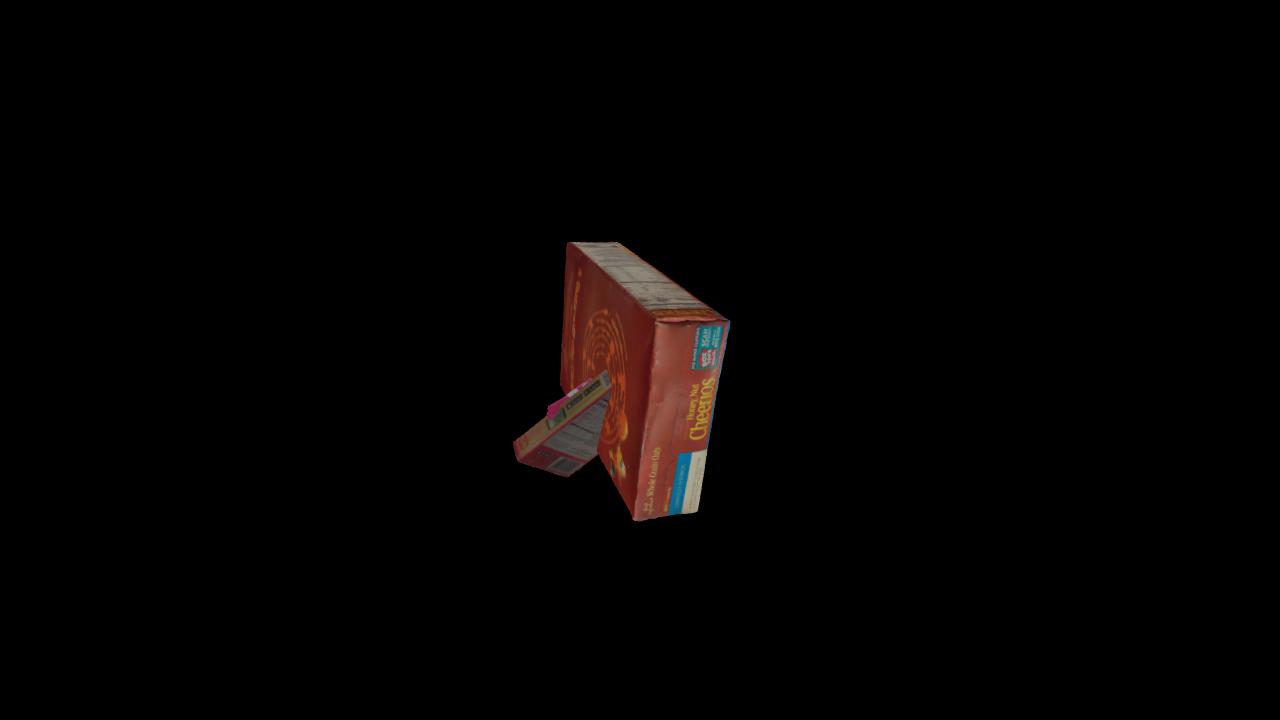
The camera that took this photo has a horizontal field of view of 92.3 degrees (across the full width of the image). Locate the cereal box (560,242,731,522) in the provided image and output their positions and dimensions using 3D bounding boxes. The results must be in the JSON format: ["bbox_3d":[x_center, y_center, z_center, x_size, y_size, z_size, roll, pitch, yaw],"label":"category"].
[{"bbox_3d":[-0.014,0.002,0.675,0.081,0.203,0.306,-3,24,-21],"label":"cereal box"}]

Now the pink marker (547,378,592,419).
[{"bbox_3d":[-0.053,0.029,0.667,0.121,0.020,0.020,-35,22,-34],"label":"pink marker"}]

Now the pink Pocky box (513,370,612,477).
[{"bbox_3d":[-0.052,0.066,0.657,0.155,0.029,0.084,-38,-37,17],"label":"pink Pocky box"}]

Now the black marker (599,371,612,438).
[{"bbox_3d":[0.048,0.064,0.691,0.020,0.020,0.121,0,8,18],"label":"black marker"}]
